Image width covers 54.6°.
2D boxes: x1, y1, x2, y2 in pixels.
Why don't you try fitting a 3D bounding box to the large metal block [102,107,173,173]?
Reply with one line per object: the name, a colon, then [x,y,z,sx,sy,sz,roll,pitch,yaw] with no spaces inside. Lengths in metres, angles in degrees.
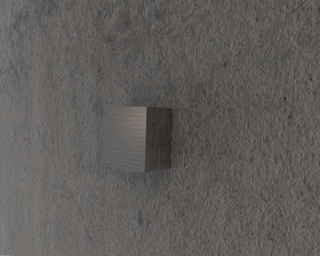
large metal block: [-0.032,0.012,0.416,0.080,0.050,0.080,3,92,40]
